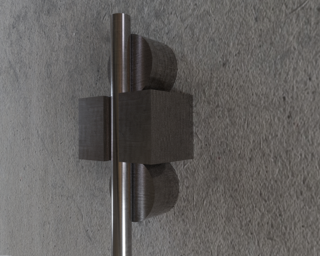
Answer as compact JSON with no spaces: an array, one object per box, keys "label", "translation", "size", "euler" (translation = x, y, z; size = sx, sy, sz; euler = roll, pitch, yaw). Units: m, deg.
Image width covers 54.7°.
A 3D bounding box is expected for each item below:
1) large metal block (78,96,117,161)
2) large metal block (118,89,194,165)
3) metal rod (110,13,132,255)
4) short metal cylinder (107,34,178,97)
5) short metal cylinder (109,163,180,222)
[{"label":"large metal block","translation":[-0.062,0.001,0.421],"size":[0.050,0.081,0.080],"euler":[-1,89,40]},{"label":"large metal block","translation":[-0.003,-0.001,0.373],"size":[0.050,0.081,0.080],"euler":[-1,89,40]},{"label":"metal rod","translation":[-0.048,0.012,0.380],"size":[0.025,0.025,0.298],"euler":[-1,89,40]},{"label":"short metal cylinder","translation":[-0.024,-0.078,0.409],"size":[0.080,0.050,0.080],"euler":[0,89,40]},{"label":"short metal cylinder","translation":[-0.021,0.078,0.408],"size":[0.080,0.050,0.080],"euler":[0,89,40]}]
